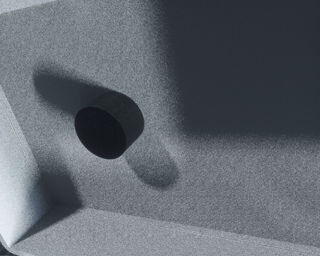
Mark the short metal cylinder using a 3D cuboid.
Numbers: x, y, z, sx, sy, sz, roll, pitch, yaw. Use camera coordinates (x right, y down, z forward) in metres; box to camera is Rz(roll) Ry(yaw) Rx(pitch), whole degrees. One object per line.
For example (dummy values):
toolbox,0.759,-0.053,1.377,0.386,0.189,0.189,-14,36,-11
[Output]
short metal cylinder,-0.069,-0.004,0.427,0.080,0.050,0.080,13,124,21
